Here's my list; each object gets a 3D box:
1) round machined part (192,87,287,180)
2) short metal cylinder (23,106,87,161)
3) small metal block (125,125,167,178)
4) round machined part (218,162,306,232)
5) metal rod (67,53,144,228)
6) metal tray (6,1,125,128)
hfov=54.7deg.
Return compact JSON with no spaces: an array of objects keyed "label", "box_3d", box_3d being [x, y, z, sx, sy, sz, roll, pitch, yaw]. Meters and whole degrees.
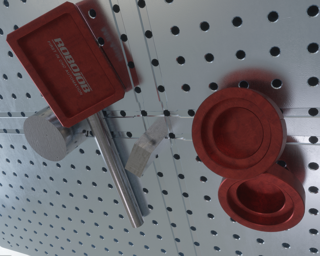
[{"label":"round machined part","box_3d":[0.088,0.005,0.341,0.098,0.042,0.097,3,96,32]},{"label":"short metal cylinder","box_3d":[-0.163,0.005,0.484,0.080,0.050,0.079,13,124,21]},{"label":"small metal block","box_3d":[-0.019,0.032,0.425,0.025,0.050,0.050,31,128,8]},{"label":"round machined part","box_3d":[0.124,0.078,0.380,0.098,0.042,0.097,13,128,18]},{"label":"metal rod","box_3d":[-0.079,0.032,0.472,0.025,0.025,0.298,-3,117,29]},{"label":"metal tray","box_3d":[-0.113,-0.077,0.390,0.090,0.030,0.130,-29,106,2]}]
